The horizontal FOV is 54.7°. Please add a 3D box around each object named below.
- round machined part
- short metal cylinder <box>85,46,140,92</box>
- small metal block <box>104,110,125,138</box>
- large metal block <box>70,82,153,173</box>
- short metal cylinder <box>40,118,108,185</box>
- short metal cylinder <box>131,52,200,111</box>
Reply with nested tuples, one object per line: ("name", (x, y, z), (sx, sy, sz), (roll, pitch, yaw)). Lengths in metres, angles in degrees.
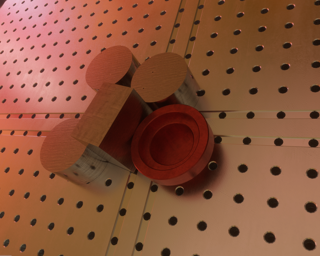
("round machined part", (0.018, 0.023, 0.374), (0.098, 0.042, 0.098), (-13, 56, 21))
("short metal cylinder", (-0.066, -0.079, 0.475), (0.080, 0.050, 0.080), (-13, 56, 21))
("small metal block", (-0.073, -0.013, 0.454), (0.050, 0.025, 0.050), (16, 70, 34))
("large metal block", (-0.052, 0.000, 0.397), (0.050, 0.080, 0.080), (17, 71, 35))
("short metal cylinder", (-0.118, 0.033, 0.434), (0.080, 0.050, 0.080), (-13, 56, 21))
("short metal cylinder", (0.008, -0.055, 0.422), (0.080, 0.050, 0.080), (-13, 56, 21))
